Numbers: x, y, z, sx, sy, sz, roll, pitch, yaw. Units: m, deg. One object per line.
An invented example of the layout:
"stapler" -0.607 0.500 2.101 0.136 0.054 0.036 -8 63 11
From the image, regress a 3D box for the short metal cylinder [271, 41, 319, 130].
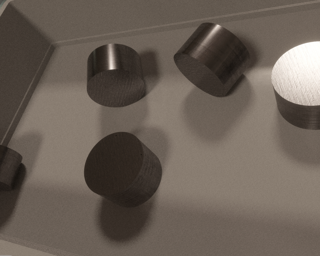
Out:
"short metal cylinder" 0.165 -0.045 0.331 0.080 0.050 0.080 -13 56 20

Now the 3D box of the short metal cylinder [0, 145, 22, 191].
"short metal cylinder" -0.257 0.059 0.466 0.080 0.080 0.050 -7 59 24

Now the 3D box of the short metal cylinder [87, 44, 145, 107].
"short metal cylinder" -0.064 -0.074 0.448 0.080 0.080 0.050 -20 54 16

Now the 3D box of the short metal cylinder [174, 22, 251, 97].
"short metal cylinder" 0.064 -0.083 0.387 0.080 0.080 0.050 33 80 38

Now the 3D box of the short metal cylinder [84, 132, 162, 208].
"short metal cylinder" -0.044 0.051 0.380 0.080 0.050 0.080 -13 56 20
